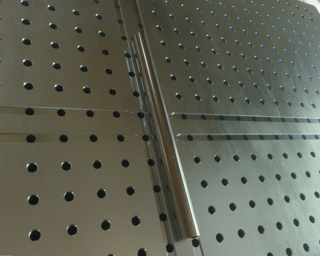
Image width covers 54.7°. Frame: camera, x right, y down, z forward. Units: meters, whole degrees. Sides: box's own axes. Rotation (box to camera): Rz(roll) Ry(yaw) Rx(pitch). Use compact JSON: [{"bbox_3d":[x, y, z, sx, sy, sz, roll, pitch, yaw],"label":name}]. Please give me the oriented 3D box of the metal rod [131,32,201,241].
[{"bbox_3d":[0.001,-0.006,0.414,0.025,0.025,0.299,0,62,-28],"label":"metal rod"}]
